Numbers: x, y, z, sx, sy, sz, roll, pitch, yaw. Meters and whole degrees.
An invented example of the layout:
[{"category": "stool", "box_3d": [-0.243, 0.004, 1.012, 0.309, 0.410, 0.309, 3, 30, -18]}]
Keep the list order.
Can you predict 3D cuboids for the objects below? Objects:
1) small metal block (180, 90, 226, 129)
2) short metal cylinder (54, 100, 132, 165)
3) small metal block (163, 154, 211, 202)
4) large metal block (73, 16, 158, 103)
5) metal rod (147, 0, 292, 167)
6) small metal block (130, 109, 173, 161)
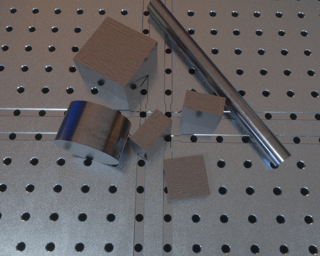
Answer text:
[{"category": "small metal block", "box_3d": [0.055, -0.023, 0.408, 0.050, 0.050, 0.025, 12, 71, 4]}, {"category": "short metal cylinder", "box_3d": [-0.081, 0.008, 0.379, 0.080, 0.080, 0.050, 15, 71, 5]}, {"category": "small metal block", "box_3d": [0.032, 0.064, 0.389, 0.050, 0.025, 0.050, -7, 70, -3]}, {"category": "large metal block", "box_3d": [-0.059, -0.095, 0.432, 0.080, 0.050, 0.080, 29, 72, 10]}, {"category": "metal rod", "box_3d": [0.075, -0.075, 0.439, 0.025, 0.025, 0.299, -32, 74, -11]}, {"category": "small metal block", "box_3d": [-0.010, 0.010, 0.395, 0.025, 0.050, 0.050, 37, 74, 12]}]
